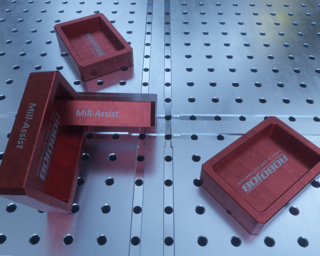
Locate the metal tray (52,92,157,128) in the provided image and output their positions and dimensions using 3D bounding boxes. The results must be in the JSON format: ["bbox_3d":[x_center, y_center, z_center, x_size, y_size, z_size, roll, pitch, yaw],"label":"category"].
[{"bbox_3d":[-0.070,-0.026,0.393,0.131,0.030,0.090,1,12,1],"label":"metal tray"}]

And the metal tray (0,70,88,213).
[{"bbox_3d":[-0.115,0.016,0.328,0.030,0.090,0.130,-1,64,13],"label":"metal tray"}]

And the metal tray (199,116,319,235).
[{"bbox_3d":[0.123,0.049,0.364,0.131,0.030,0.090,-31,57,-24],"label":"metal tray"}]

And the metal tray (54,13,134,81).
[{"bbox_3d":[-0.112,-0.140,0.520,0.091,0.030,0.130,-23,54,-19],"label":"metal tray"}]
